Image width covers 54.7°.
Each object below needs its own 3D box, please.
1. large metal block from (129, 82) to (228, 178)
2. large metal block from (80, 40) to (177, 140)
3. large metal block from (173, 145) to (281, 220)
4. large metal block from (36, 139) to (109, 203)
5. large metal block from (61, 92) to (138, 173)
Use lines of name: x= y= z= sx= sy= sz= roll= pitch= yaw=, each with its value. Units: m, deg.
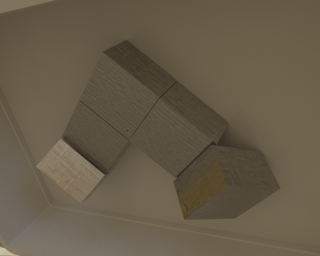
large metal block: x=0.022 y=0.005 z=0.381 sx=0.080 sy=0.050 sz=0.080 roll=39 pitch=129 yaw=1
large metal block: x=-0.040 y=-0.046 z=0.383 sx=0.080 sy=0.050 sz=0.080 roll=39 pitch=129 yaw=1
large metal block: x=0.076 y=0.067 z=0.364 sx=0.081 sy=0.050 sz=0.080 roll=9 pitch=138 yaw=-31
large metal block: x=-0.127 y=0.064 z=0.469 sx=0.080 sy=0.050 sz=0.080 roll=39 pitch=172 yaw=1
large metal block: x=-0.079 y=0.002 z=0.434 sx=0.080 sy=0.050 sz=0.080 roll=39 pitch=129 yaw=1
